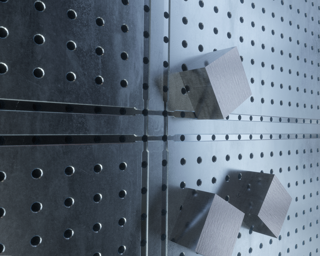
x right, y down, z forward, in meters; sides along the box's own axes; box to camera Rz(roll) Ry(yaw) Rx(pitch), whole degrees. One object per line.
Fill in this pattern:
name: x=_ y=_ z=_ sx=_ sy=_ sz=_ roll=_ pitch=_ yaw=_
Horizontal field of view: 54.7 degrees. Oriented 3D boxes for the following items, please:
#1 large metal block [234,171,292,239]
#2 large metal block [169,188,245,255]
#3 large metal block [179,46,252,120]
large metal block: x=0.184 y=0.135 z=0.551 sx=0.080 sy=0.050 sz=0.080 roll=48 pitch=62 yaw=-30
large metal block: x=0.071 y=0.145 z=0.456 sx=0.080 sy=0.050 sz=0.080 roll=38 pitch=67 yaw=-34
large metal block: x=0.086 y=-0.067 z=0.467 sx=0.080 sy=0.050 sz=0.080 roll=-37 pitch=113 yaw=-34
